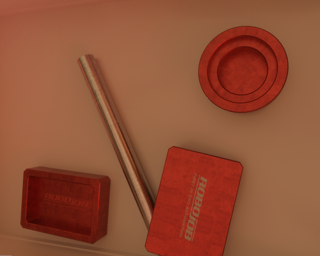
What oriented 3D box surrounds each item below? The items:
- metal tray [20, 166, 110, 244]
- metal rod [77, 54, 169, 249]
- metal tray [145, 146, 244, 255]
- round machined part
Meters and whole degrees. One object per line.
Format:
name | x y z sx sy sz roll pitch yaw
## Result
metal tray | -0.140 0.110 0.455 0.130 0.030 0.089 5 92 19
metal rod | -0.047 0.035 0.426 0.025 0.025 0.299 -27 82 18
metal tray | 0.042 0.094 0.378 0.090 0.030 0.129 13 88 10
round machined part | 0.098 -0.066 0.367 0.098 0.042 0.097 0 90 19
